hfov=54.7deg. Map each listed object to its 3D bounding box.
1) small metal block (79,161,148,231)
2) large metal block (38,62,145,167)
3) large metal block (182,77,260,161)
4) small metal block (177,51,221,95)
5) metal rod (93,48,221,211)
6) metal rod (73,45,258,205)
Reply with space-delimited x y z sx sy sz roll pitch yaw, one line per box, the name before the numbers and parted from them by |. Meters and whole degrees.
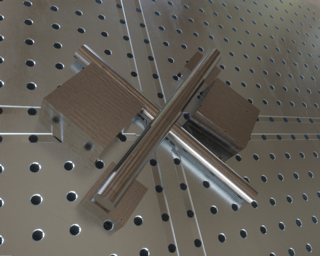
small metal block | -0.049 0.074 0.336 0.050 0.025 0.050 38 51 -3
large metal block | -0.078 -0.017 0.360 0.080 0.050 0.080 40 51 -1
large metal block | 0.088 -0.012 0.447 0.080 0.050 0.080 37 51 -4
small metal block | 0.063 -0.088 0.496 0.050 0.025 0.050 39 51 -2
metal rod | 0.015 -0.022 0.397 0.025 0.025 0.301 39 51 -2
metal rod | 0.009 -0.004 0.414 0.300 0.025 0.025 40 51 -1
